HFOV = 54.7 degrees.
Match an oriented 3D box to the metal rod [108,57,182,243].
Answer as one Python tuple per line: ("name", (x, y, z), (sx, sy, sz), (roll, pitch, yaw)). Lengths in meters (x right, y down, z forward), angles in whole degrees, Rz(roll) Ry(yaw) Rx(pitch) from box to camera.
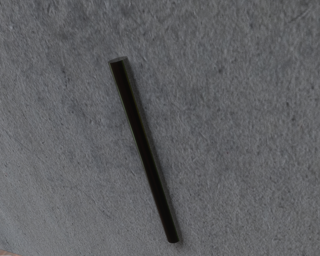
("metal rod", (-0.014, 0.047, 0.441), (0.025, 0.025, 0.298), (-2, 118, 29))
